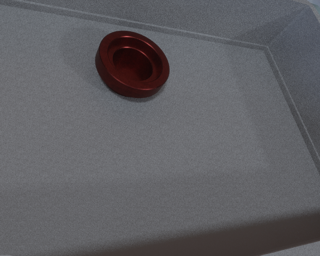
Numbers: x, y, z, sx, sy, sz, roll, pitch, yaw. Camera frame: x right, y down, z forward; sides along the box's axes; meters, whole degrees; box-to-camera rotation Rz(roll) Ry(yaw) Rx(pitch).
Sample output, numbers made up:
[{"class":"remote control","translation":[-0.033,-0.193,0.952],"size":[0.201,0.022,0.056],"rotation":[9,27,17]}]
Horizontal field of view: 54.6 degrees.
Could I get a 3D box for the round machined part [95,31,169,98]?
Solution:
[{"class":"round machined part","translation":[-0.040,-0.081,0.422],"size":[0.099,0.042,0.098],"rotation":[13,56,-21]}]
